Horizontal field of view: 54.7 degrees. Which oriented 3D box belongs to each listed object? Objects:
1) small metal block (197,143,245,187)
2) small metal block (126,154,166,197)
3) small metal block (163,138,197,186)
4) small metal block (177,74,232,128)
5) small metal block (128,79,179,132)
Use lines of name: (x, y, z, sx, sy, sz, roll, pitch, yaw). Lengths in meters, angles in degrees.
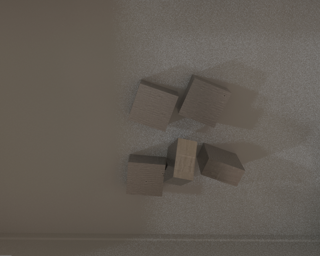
small metal block: (0.080, 0.048, 0.416, 0.050, 0.050, 0.025, 19, 109, -7)
small metal block: (-0.020, 0.067, 0.436, 0.050, 0.025, 0.050, 5, 110, -2)
small metal block: (0.026, 0.045, 0.403, 0.025, 0.050, 0.050, 12, 70, -10)
small metal block: (0.056, -0.035, 0.399, 0.050, 0.025, 0.050, 21, 109, -8)
small metal block: (-0.009, -0.029, 0.400, 0.050, 0.025, 0.050, 18, 109, -7)
